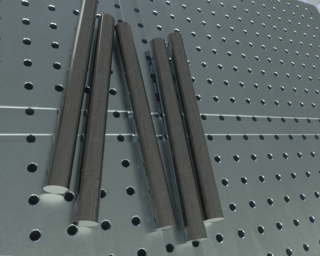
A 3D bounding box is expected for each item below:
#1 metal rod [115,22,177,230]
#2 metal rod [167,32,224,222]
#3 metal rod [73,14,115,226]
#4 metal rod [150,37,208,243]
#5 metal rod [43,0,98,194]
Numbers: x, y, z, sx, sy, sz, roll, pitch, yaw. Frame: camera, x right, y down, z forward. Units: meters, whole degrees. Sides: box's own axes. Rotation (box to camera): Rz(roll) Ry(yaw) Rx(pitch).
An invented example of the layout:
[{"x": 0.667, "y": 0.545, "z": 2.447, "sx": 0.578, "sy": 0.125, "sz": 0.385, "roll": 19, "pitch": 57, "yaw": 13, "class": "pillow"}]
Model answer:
[{"x": -0.025, "y": -0.021, "z": 0.408, "sx": 0.025, "sy": 0.025, "sz": 0.299, "roll": 1, "pitch": 61, "yaw": -28, "class": "metal rod"}, {"x": 0.045, "y": -0.019, "z": 0.445, "sx": 0.025, "sy": 0.025, "sz": 0.299, "roll": 6, "pitch": 59, "yaw": -26, "class": "metal rod"}, {"x": -0.077, "y": -0.032, "z": 0.387, "sx": 0.025, "sy": 0.025, "sz": 0.299, "roll": 13, "pitch": 56, "yaw": -22, "class": "metal rod"}, {"x": 0.019, "y": -0.003, "z": 0.421, "sx": 0.025, "sy": 0.025, "sz": 0.299, "roll": 5, "pitch": 60, "yaw": -26, "class": "metal rod"}, {"x": -0.106, "y": -0.065, "z": 0.391, "sx": 0.025, "sy": 0.025, "sz": 0.299, "roll": 14, "pitch": 56, "yaw": -21, "class": "metal rod"}]
